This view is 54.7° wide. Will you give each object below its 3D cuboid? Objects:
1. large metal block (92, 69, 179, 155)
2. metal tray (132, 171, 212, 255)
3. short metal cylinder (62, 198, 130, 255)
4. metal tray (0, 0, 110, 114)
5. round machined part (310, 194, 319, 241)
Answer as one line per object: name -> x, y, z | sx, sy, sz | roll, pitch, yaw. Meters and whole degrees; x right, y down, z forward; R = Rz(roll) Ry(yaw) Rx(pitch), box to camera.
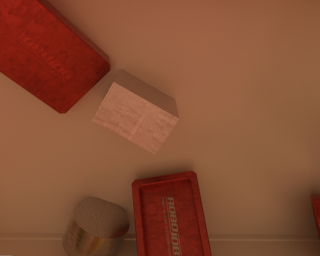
large metal block -> -0.027, -0.023, 0.373 | 0.080, 0.080, 0.050 | 29, 107, -11
metal tray -> 0.014, 0.128, 0.411 | 0.091, 0.130, 0.030 | -9, 153, 3
short metal cylinder -> -0.089, 0.144, 0.434 | 0.080, 0.080, 0.050 | 21, 109, -8
metal tray -> -0.134, -0.087, 0.356 | 0.090, 0.030, 0.130 | -41, 122, 14
round machined part -> 0.240, 0.139, 0.423 | 0.042, 0.098, 0.097 | -12, 111, 22
